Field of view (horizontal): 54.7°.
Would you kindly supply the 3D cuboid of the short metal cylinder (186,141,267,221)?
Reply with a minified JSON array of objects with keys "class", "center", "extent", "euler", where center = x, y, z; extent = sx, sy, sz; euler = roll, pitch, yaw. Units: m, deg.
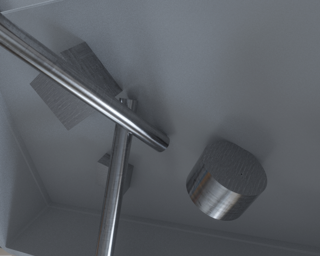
[{"class":"short metal cylinder","center":[0.078,0.062,0.369],"extent":[0.080,0.080,0.050],"euler":[31,128,8]}]

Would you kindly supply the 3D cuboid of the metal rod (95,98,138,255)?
[{"class":"metal rod","center":[-0.066,0.108,0.421],"extent":[0.025,0.025,0.298],"euler":[11,95,21]}]

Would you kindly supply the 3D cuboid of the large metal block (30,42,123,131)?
[{"class":"large metal block","center":[-0.112,-0.055,0.416],"extent":[0.080,0.050,0.080],"euler":[-29,103,37]}]

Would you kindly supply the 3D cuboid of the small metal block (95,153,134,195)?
[{"class":"small metal block","center":[-0.073,0.075,0.491],"extent":[0.050,0.025,0.050],"euler":[23,127,13]}]

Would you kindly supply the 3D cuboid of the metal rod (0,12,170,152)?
[{"class":"metal rod","center":[-0.093,-0.050,0.332],"extent":[0.025,0.025,0.301],"euler":[-21,137,36]}]
